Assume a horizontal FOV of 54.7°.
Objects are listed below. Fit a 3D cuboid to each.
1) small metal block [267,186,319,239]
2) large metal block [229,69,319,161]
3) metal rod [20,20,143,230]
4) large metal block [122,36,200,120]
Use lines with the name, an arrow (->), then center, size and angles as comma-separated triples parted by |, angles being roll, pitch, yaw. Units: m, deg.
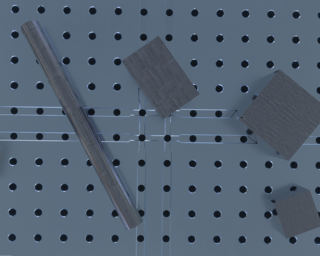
small metal block -> 0.180, 0.113, 0.416 | 0.050, 0.025, 0.050 | -20, 90, -1
large metal block -> 0.152, -0.016, 0.403 | 0.080, 0.050, 0.080 | 40, 90, -1
metal rod -> -0.103, -0.003, 0.412 | 0.025, 0.025, 0.299 | -28, 90, 0
large metal block -> 0.001, -0.057, 0.386 | 0.050, 0.080, 0.080 | -35, 90, 0
